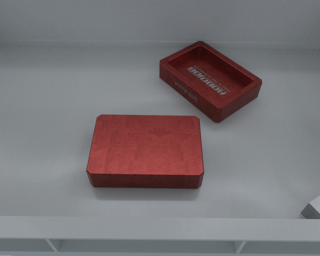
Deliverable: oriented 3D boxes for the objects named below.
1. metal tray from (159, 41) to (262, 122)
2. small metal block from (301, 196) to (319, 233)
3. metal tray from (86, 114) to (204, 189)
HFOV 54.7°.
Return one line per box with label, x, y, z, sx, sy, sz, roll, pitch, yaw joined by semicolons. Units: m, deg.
metal tray;0.072;-0.074;0.465;0.091;0.030;0.130;-32;57;-24
small metal block;0.191;0.093;0.329;0.050;0.025;0.050;-24;54;-20
metal tray;-0.016;0.027;0.379;0.131;0.030;0.090;1;50;0
